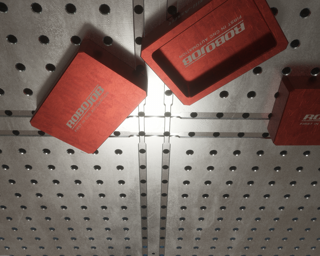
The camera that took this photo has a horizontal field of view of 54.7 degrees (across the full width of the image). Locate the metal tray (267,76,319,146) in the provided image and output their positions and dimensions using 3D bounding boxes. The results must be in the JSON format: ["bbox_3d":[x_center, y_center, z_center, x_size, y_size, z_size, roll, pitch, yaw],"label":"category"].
[{"bbox_3d":[0.215,-0.020,0.395,0.131,0.030,0.089,0,130,-1],"label":"metal tray"}]

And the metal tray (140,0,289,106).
[{"bbox_3d":[0.055,-0.090,0.332,0.130,0.030,0.090,-30,124,23],"label":"metal tray"}]

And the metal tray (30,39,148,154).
[{"bbox_3d":[-0.088,-0.032,0.380,0.090,0.030,0.129,31,123,-24],"label":"metal tray"}]
